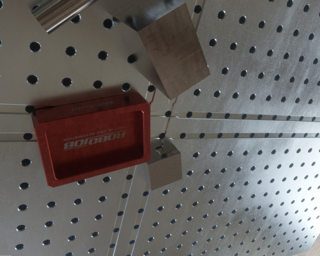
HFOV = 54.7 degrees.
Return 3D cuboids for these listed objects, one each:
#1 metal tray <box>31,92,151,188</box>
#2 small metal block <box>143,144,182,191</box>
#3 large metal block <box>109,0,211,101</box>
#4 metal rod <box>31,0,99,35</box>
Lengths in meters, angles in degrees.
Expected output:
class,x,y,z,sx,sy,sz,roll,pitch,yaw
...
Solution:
class,x,y,z,sx,sy,sz,roll,pitch,yaw
metal tray,-0.077,0.013,0.374,0.131,0.030,0.089,-13,124,-22
small metal block,0.003,0.057,0.450,0.050,0.025,0.050,-18,126,-18
large metal block,0.000,-0.088,0.322,0.050,0.080,0.080,-34,129,-6
metal rod,0.008,-0.188,0.300,0.301,0.025,0.025,-37,130,-4
